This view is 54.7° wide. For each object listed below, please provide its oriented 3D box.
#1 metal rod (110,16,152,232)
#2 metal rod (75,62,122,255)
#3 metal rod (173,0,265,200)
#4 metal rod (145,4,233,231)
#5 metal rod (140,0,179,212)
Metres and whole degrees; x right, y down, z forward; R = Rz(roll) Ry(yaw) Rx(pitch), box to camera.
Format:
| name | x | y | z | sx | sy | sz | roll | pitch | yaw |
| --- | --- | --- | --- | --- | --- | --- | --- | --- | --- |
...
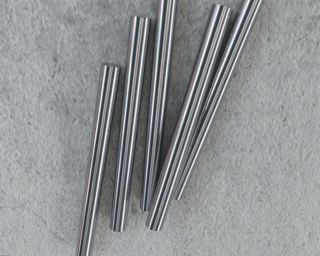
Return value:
| name | x | y | z | sx | sy | sz | roll | pitch | yaw |
| --- | --- | --- | --- | --- | --- | --- | --- | --- | --- |
| metal rod | -0.042 | 0.009 | 0.412 | 0.025 | 0.025 | 0.298 | 7 | 110 | -3 |
| metal rod | -0.089 | 0.060 | 0.430 | 0.025 | 0.025 | 0.298 | 11 | 110 | -4 |
| metal rod | 0.068 | -0.037 | 0.397 | 0.025 | 0.025 | 0.298 | 17 | 109 | -7 |
| metal rod | 0.032 | -0.002 | 0.397 | 0.025 | 0.025 | 0.298 | 15 | 105 | -6 |
| metal rod | -0.003 | -0.024 | 0.400 | 0.025 | 0.025 | 0.298 | 5 | 110 | -2 |
